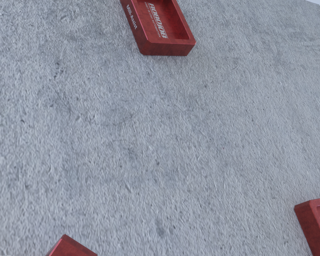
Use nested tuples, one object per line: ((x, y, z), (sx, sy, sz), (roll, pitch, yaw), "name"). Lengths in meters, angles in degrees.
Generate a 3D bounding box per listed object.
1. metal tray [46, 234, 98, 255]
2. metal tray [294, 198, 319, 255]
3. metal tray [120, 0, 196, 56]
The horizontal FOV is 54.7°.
((-0.101, 0.147, 0.217), (0.030, 0.090, 0.130), (36, 51, -5), "metal tray")
((0.267, 0.146, 0.454), (0.131, 0.030, 0.090), (0, 62, -28), "metal tray")
((-0.005, -0.178, 0.505), (0.091, 0.030, 0.130), (-7, 65, -31), "metal tray")
